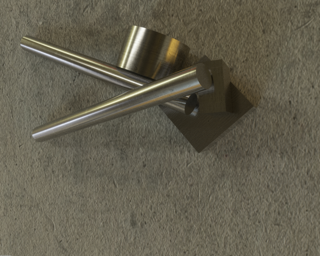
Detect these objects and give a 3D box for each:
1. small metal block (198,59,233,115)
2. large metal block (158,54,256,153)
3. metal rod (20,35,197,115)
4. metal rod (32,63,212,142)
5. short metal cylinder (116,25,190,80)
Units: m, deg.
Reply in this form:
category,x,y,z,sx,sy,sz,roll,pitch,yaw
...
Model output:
category,x,y,z,sx,sy,sz,roll,pitch,yaw
small metal block,0.057,-0.040,0.320,0.025,0.050,0.050,-4,89,20
large metal block,0.057,-0.027,0.375,0.080,0.050,0.080,-43,76,16
metal rod,-0.086,-0.079,0.409,0.300,0.025,0.025,24,98,29
metal rod,-0.072,-0.019,0.378,0.300,0.025,0.025,-14,85,40
short metal cylinder,-0.009,-0.087,0.385,0.080,0.080,0.050,22,97,18
